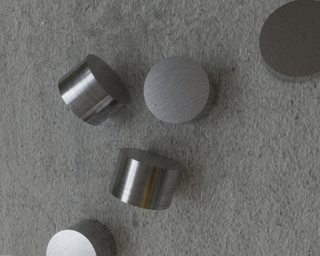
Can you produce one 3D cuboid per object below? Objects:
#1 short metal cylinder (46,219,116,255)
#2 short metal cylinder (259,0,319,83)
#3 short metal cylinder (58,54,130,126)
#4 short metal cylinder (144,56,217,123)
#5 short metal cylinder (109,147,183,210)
[{"bbox_3d":[-0.109,0.175,0.434,0.080,0.050,0.080,0,90,20],"label":"short metal cylinder"},{"bbox_3d":[0.153,-0.092,0.342,0.080,0.050,0.080,0,90,20],"label":"short metal cylinder"},{"bbox_3d":[-0.086,-0.050,0.410,0.050,0.080,0.080,-35,79,17],"label":"short metal cylinder"},{"bbox_3d":[0.027,-0.045,0.386,0.080,0.050,0.080,0,90,20],"label":"short metal cylinder"},{"bbox_3d":[-0.018,0.061,0.386,0.080,0.080,0.050,19,96,19],"label":"short metal cylinder"}]
